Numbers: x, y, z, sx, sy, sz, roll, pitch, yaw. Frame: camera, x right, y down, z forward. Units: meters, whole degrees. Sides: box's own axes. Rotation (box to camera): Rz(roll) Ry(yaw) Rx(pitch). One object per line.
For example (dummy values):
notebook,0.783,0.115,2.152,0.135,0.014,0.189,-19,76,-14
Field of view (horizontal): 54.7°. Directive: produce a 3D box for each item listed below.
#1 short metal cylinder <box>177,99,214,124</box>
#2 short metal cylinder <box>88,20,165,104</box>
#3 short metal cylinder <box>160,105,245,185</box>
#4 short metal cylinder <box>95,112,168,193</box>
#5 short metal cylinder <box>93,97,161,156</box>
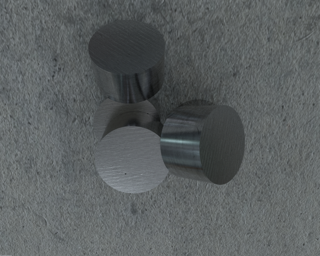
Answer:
short metal cylinder,0.051,0.008,0.401,0.081,0.050,0.079,0,110,-1
short metal cylinder,-0.035,-0.074,0.347,0.081,0.080,0.050,0,149,-1
short metal cylinder,0.047,0.016,0.327,0.050,0.081,0.080,3,118,45
short metal cylinder,-0.029,0.027,0.353,0.081,0.050,0.079,0,110,-1
short metal cylinder,-0.039,-0.011,0.393,0.081,0.050,0.079,0,110,-1
